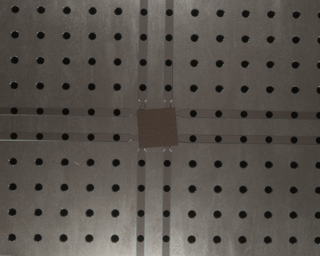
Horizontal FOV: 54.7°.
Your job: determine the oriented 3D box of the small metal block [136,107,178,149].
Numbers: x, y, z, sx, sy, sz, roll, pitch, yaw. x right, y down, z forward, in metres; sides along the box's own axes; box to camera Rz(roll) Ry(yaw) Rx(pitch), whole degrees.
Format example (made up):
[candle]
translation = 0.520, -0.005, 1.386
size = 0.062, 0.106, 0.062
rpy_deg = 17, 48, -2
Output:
[small metal block]
translation = -0.003, 0.000, 0.413
size = 0.050, 0.025, 0.050
rpy_deg = -5, 90, -1
